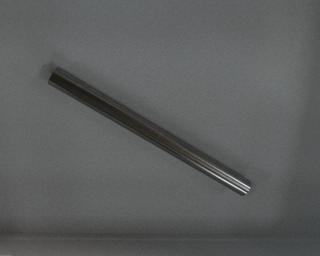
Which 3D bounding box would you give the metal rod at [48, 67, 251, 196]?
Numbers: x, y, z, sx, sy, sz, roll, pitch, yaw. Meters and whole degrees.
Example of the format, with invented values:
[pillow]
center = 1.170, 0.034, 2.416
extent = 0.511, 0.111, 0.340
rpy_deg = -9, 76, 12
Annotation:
[metal rod]
center = -0.005, 0.010, 0.413
extent = 0.301, 0.025, 0.025
rpy_deg = 31, 107, -11
